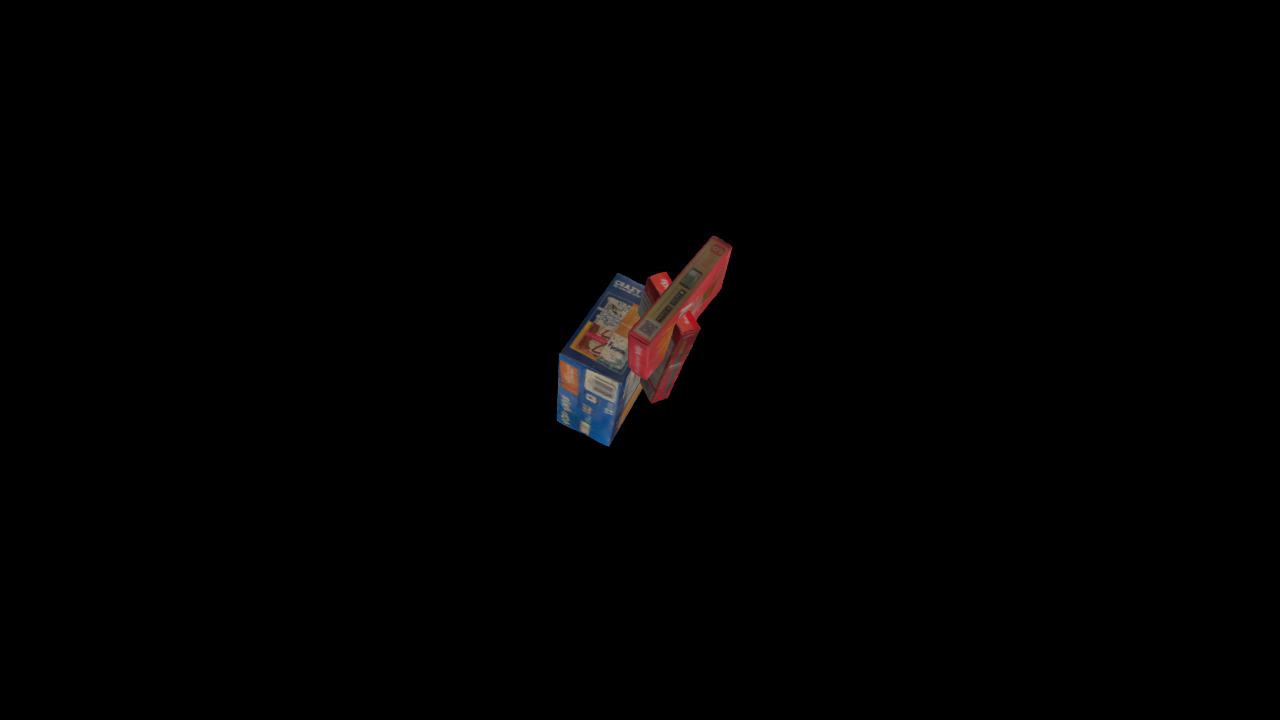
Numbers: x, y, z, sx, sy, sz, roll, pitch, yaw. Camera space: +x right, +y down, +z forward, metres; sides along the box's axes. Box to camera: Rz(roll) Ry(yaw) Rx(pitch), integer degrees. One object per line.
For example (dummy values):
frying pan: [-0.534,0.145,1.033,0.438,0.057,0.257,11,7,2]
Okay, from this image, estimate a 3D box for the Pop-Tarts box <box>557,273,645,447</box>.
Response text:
Pop-Tarts box: [-0.034,0.003,0.769,0.083,0.141,0.167,27,-32,8]

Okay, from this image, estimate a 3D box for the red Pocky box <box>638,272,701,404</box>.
red Pocky box: [0.022,-0.021,0.710,0.028,0.083,0.155,-16,-27,-22]

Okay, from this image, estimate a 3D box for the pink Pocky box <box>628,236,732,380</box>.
pink Pocky box: [0.042,-0.056,0.666,0.029,0.155,0.084,34,-22,15]
